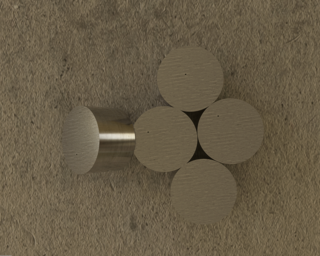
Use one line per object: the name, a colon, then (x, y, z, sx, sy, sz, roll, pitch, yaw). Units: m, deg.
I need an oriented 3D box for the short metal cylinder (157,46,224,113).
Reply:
short metal cylinder: (0.037, -0.060, 0.399, 0.081, 0.050, 0.080, 0, 90, 0)

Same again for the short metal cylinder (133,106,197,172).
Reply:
short metal cylinder: (0.005, 0.013, 0.398, 0.081, 0.050, 0.080, 0, 90, 0)

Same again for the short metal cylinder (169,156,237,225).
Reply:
short metal cylinder: (0.053, 0.077, 0.399, 0.081, 0.050, 0.080, 0, 90, 0)

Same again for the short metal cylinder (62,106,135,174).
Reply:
short metal cylinder: (-0.076, 0.014, 0.377, 0.080, 0.050, 0.080, -2, 88, 44)

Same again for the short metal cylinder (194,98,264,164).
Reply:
short metal cylinder: (0.085, 0.004, 0.399, 0.081, 0.050, 0.080, 0, 90, 0)
